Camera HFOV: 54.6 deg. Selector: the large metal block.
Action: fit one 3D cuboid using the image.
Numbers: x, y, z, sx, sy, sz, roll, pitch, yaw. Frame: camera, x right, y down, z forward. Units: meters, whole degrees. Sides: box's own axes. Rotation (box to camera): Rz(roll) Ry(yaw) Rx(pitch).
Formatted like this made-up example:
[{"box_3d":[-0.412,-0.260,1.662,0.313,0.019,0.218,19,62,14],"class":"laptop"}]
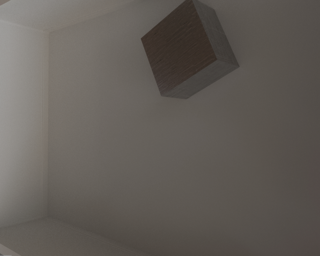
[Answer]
[{"box_3d":[0.033,-0.089,0.364,0.080,0.050,0.080,-30,71,36],"class":"large metal block"}]
